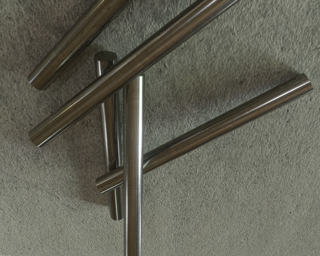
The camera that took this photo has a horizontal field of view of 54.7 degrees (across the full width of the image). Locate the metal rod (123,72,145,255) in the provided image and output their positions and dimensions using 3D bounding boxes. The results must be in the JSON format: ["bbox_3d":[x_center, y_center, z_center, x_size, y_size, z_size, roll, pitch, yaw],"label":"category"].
[{"bbox_3d":[-0.035,0.077,0.405,0.025,0.025,0.298,2,112,-2],"label":"metal rod"}]

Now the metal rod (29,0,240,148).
[{"bbox_3d":[-0.023,-0.068,0.322,0.300,0.025,0.025,-34,123,16],"label":"metal rod"}]

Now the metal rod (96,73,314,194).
[{"bbox_3d":[0.045,0.014,0.401,0.300,0.025,0.025,-28,125,15],"label":"metal rod"}]

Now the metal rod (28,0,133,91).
[{"bbox_3d":[-0.033,-0.132,0.293,0.299,0.025,0.025,-36,122,26],"label":"metal rod"}]

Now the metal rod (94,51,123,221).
[{"bbox_3d":[-0.066,0.035,0.435,0.025,0.025,0.298,2,130,-2],"label":"metal rod"}]
